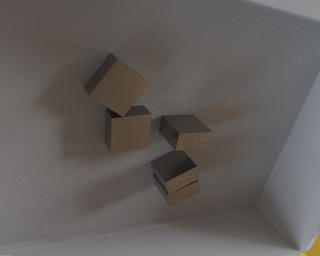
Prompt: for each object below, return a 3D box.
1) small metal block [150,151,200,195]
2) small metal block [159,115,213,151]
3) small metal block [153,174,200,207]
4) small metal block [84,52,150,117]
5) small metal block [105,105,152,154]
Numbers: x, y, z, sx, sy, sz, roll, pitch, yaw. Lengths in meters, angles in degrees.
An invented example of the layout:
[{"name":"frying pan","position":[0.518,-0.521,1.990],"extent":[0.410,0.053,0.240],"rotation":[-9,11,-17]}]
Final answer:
[{"name":"small metal block","position":[0.021,0.060,0.443],"extent":[0.050,0.050,0.025],"rotation":[-25,128,-14]},{"name":"small metal block","position":[0.033,0.005,0.416],"extent":[0.050,0.050,0.025],"rotation":[-3,120,-28]},{"name":"small metal block","position":[0.024,0.081,0.458],"extent":[0.050,0.050,0.025],"rotation":[-22,127,-15]},{"name":"small metal block","position":[-0.049,-0.048,0.353],"extent":[0.050,0.025,0.050],"rotation":[34,99,-39]},{"name":"small metal block","position":[-0.041,0.001,0.389],"extent":[0.050,0.025,0.050],"rotation":[-8,122,-25]}]
